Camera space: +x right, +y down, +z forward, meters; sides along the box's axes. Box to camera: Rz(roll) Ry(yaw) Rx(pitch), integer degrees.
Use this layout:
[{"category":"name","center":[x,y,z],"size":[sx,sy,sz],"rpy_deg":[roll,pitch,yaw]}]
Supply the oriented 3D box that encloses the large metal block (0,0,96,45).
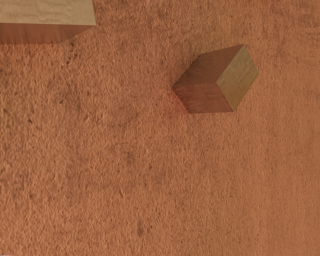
[{"category":"large metal block","center":[-0.115,-0.107,0.272],"size":[0.081,0.080,0.050],"rpy_deg":[-14,99,-39]}]

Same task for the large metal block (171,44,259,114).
[{"category":"large metal block","center":[0.077,-0.066,0.433],"size":[0.080,0.080,0.050],"rpy_deg":[-52,121,-27]}]
